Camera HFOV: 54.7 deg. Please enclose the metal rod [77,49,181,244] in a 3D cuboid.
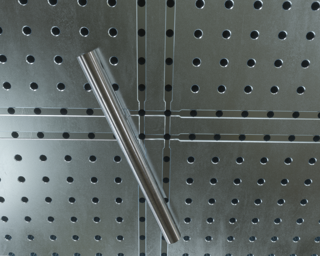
[{"bbox_3d":[-0.035,0.039,0.427,0.025,0.025,0.299,-21,109,7],"label":"metal rod"}]
